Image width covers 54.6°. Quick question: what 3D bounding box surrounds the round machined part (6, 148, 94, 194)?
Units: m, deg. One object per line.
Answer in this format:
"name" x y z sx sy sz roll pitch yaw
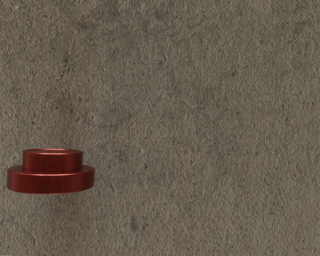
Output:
"round machined part" -0.129 0.048 0.373 0.099 0.098 0.042 2 90 0
